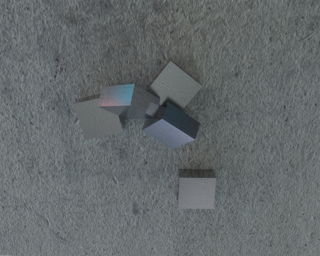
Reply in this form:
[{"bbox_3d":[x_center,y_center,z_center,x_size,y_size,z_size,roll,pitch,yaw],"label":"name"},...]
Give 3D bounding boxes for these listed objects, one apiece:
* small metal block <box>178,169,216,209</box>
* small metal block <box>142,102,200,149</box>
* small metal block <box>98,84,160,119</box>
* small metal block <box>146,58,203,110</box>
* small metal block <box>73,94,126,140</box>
[{"bbox_3d":[0.051,0.087,0.442,0.050,0.025,0.050,1,110,-1],"label":"small metal block"},{"bbox_3d":[0.013,-0.001,0.391,0.050,0.025,0.050,32,149,-20],"label":"small metal block"},{"bbox_3d":[-0.036,-0.030,0.370,0.050,0.050,0.025,1,75,35],"label":"small metal block"},{"bbox_3d":[0.017,-0.051,0.391,0.050,0.025,0.050,36,105,-13],"label":"small metal block"},{"bbox_3d":[-0.077,-0.017,0.403,0.050,0.025,0.050,-12,110,5],"label":"small metal block"}]
